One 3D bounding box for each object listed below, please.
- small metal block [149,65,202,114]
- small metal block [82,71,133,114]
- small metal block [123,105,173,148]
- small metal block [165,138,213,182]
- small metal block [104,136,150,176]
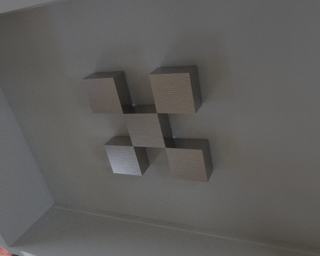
[{"bbox_3d":[0.019,-0.045,0.368,0.050,0.025,0.050,2,120,27],"label":"small metal block"},{"bbox_3d":[-0.070,-0.047,0.414,0.050,0.025,0.050,2,119,27],"label":"small metal block"},{"bbox_3d":[-0.015,-0.002,0.412,0.050,0.025,0.050,1,119,28],"label":"small metal block"},{"bbox_3d":[0.040,0.042,0.411,0.050,0.025,0.050,1,119,27],"label":"small metal block"},{"bbox_3d":[-0.048,0.041,0.457,0.050,0.025,0.050,1,119,28],"label":"small metal block"}]
